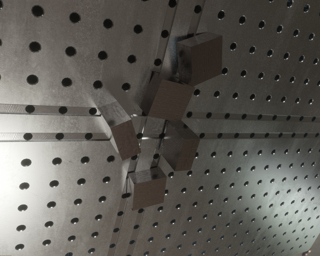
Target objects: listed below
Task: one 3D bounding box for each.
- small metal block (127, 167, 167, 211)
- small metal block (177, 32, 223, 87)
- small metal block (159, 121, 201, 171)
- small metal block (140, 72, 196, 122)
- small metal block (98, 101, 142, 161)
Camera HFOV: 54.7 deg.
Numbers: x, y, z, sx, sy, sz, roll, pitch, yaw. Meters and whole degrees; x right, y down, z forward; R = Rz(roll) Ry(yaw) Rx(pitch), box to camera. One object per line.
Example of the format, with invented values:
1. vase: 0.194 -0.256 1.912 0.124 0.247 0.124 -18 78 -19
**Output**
1. small metal block: -0.020 0.089 0.457 0.050 0.025 0.050 -9 123 -24
2. small metal block: 0.050 -0.085 0.381 0.050 0.025 0.050 -27 129 -27
3. small metal block: 0.026 0.024 0.426 0.025 0.050 0.050 -1 119 -29
4. small metal block: 0.009 -0.039 0.394 0.050 0.025 0.050 9 114 -33
5. small metal block: -0.049 0.003 0.371 0.025 0.050 0.050 -24 128 -14
